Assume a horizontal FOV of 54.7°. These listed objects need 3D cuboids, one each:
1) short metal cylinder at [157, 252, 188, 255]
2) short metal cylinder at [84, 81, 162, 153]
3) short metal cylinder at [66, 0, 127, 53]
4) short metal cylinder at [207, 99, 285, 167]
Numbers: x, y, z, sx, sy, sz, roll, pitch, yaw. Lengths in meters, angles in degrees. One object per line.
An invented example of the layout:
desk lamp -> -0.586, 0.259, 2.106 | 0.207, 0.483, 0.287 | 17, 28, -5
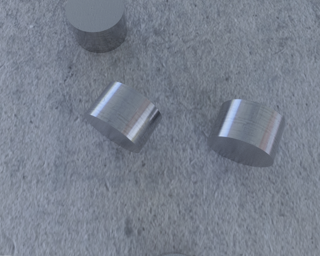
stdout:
short metal cylinder -> 0.015, 0.176, 0.331 | 0.081, 0.050, 0.080 | 0, 70, 0
short metal cylinder -> -0.045, -0.012, 0.383 | 0.080, 0.080, 0.050 | 30, 73, 10
short metal cylinder -> -0.090, -0.157, 0.451 | 0.081, 0.050, 0.080 | 0, 70, 0
short metal cylinder -> 0.104, 0.008, 0.377 | 0.080, 0.080, 0.050 | 22, 72, 7
